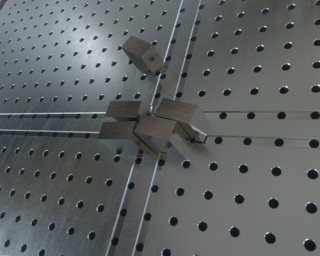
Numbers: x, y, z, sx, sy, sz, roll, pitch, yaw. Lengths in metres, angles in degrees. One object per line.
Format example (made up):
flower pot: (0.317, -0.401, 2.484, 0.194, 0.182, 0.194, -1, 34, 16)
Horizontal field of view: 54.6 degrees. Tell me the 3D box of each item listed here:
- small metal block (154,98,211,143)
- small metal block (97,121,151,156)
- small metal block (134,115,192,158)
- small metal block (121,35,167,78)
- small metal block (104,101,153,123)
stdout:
small metal block: (0.029, -0.009, 0.384, 0.050, 0.050, 0.025, 16, 70, 34)
small metal block: (-0.044, 0.015, 0.408, 0.050, 0.050, 0.025, -1, 62, 28)
small metal block: (0.005, 0.010, 0.384, 0.050, 0.050, 0.025, 12, 68, 33)
small metal block: (-0.024, -0.109, 0.473, 0.050, 0.050, 0.025, 35, 81, 38)
small metal block: (-0.038, -0.013, 0.421, 0.050, 0.050, 0.025, 3, 63, 29)
